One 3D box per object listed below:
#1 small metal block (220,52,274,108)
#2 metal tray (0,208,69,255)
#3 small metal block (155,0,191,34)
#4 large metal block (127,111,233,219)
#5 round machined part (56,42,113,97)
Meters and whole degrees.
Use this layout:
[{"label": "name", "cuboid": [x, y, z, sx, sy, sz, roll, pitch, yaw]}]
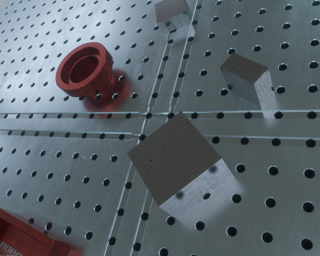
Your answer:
[{"label": "small metal block", "cuboid": [0.105, -0.057, 0.372, 0.025, 0.050, 0.050, -48, 52, -5]}, {"label": "metal tray", "cuboid": [-0.189, 0.167, 0.399, 0.130, 0.030, 0.090, 12, 68, 33]}, {"label": "small metal block", "cuboid": [0.021, -0.190, 0.512, 0.050, 0.025, 0.050, -17, 55, 18]}, {"label": "large metal block", "cuboid": [0.022, 0.041, 0.354, 0.080, 0.050, 0.080, -38, 51, 2]}, {"label": "round machined part", "cuboid": [-0.120, -0.091, 0.514, 0.098, 0.042, 0.098, -13, 56, 20]}]
